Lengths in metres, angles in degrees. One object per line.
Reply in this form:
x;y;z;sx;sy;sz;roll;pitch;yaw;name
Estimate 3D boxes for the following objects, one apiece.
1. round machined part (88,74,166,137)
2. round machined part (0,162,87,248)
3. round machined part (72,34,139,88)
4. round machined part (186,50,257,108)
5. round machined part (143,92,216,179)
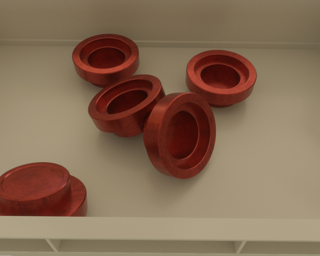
-0.038;-0.025;0.400;0.098;0.042;0.098;-15;36;11;round machined part
-0.124;0.068;0.310;0.099;0.042;0.098;2;23;-1;round machined part
-0.081;-0.099;0.476;0.099;0.042;0.098;0;50;0;round machined part
0.087;-0.068;0.452;0.099;0.042;0.098;0;50;0;round machined part
0.019;0.007;0.361;0.042;0.098;0.098;6;42;46;round machined part
